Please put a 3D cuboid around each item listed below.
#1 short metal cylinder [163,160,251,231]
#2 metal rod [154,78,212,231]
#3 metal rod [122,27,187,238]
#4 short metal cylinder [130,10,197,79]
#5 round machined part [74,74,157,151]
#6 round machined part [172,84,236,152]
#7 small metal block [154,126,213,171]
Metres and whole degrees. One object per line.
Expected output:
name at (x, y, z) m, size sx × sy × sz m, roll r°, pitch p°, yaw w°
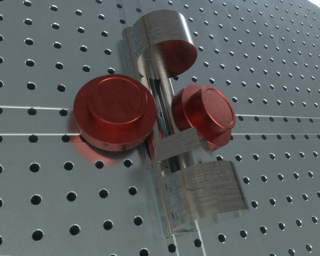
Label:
short metal cylinder at (0.048, 0.073, 0.326) m, size 0.081 × 0.080 × 0.050 m, roll 1°, pitch 62°, yaw -28°
metal rod at (0.017, -0.015, 0.425) m, size 0.025 × 0.025 × 0.299 m, roll 1°, pitch 61°, yaw -28°
metal rod at (-0.014, -0.013, 0.407) m, size 0.025 × 0.025 × 0.299 m, roll 1°, pitch 61°, yaw -28°
short metal cylinder at (0.004, -0.109, 0.413) m, size 0.081 × 0.080 × 0.050 m, roll 1°, pitch 62°, yaw -28°
round machined part at (-0.052, -0.025, 0.369) m, size 0.099 × 0.042 × 0.098 m, roll 5°, pitch 61°, yaw -10°
round machined part at (0.066, -0.020, 0.428) m, size 0.099 × 0.042 × 0.098 m, roll 26°, pitch 47°, yaw -31°
small metal block at (0.028, 0.026, 0.361) m, size 0.050 × 0.050 × 0.025 m, roll 41°, pitch 32°, yaw -60°
